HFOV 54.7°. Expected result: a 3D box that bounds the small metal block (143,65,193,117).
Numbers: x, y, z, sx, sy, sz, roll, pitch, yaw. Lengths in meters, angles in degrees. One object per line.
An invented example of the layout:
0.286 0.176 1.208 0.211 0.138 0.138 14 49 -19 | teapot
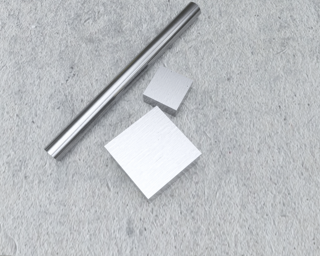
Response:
0.011 -0.051 0.427 0.050 0.025 0.050 27 72 9 | small metal block

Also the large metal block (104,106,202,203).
-0.008 0.034 0.383 0.080 0.050 0.080 -39 75 -13 | large metal block

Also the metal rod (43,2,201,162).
-0.043 -0.074 0.434 0.025 0.025 0.301 38 74 12 | metal rod
